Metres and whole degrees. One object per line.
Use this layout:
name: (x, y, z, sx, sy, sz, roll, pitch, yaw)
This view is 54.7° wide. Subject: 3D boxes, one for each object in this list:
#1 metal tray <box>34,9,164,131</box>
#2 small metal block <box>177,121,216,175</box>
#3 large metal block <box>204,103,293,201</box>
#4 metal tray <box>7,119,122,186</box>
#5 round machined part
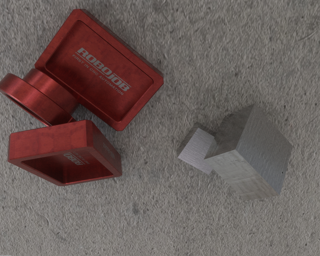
metal tray: (-0.071, -0.069, 0.380, 0.130, 0.030, 0.090, 38, 105, -13)
small metal block: (0.058, 0.027, 0.420, 0.050, 0.025, 0.050, 30, 107, -11)
large metal block: (0.112, 0.031, 0.385, 0.080, 0.080, 0.050, 44, 142, -15)
metal tray: (-0.105, 0.036, 0.374, 0.090, 0.130, 0.030, -10, 67, 4)
round machined part: (-0.135, -0.032, 0.365, 0.098, 0.098, 0.042, 38, 75, -13)
